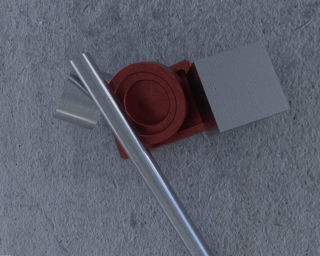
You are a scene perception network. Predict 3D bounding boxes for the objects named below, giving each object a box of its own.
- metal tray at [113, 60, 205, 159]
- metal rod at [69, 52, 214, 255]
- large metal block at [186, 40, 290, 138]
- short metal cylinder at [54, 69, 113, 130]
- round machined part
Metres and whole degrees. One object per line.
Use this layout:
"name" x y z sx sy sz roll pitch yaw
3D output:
"metal tray" -0.003 -0.021 0.408 0.130 0.030 0.090 -22 83 18
"metal rod" -0.014 0.048 0.368 0.025 0.025 0.299 -29 98 17
"large metal block" 0.084 -0.041 0.349 0.081 0.050 0.080 -18 83 -8
"short metal cylinder" -0.101 -0.042 0.408 0.050 0.080 0.080 20 98 -18
"round machined part" -0.013 -0.032 0.379 0.098 0.042 0.097 4 106 14
